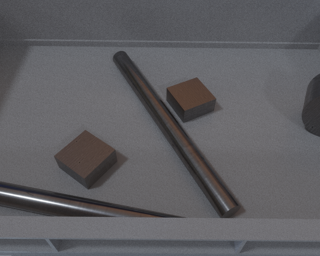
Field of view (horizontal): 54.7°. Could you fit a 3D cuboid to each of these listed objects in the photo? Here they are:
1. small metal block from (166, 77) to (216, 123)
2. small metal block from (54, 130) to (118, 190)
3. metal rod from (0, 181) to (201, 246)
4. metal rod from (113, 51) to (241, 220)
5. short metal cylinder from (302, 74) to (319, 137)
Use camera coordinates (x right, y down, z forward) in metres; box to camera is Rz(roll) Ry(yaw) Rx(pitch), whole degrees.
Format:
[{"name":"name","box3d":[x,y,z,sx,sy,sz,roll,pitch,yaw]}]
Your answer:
[{"name":"small metal block","box3d":[0.043,-0.041,0.440,0.050,0.025,0.050,-21,54,-18]},{"name":"small metal block","box3d":[-0.088,0.037,0.373,0.050,0.025,0.050,30,56,22]},{"name":"metal rod","box3d":[-0.108,0.083,0.333,0.302,0.025,0.025,9,51,7]},{"name":"metal rod","box3d":[0.006,-0.012,0.414,0.025,0.025,0.300,-22,54,-18]},{"name":"short metal cylinder","box3d":[0.229,-0.029,0.397,0.080,0.080,0.050,19,53,15]}]
